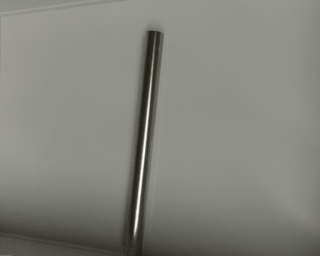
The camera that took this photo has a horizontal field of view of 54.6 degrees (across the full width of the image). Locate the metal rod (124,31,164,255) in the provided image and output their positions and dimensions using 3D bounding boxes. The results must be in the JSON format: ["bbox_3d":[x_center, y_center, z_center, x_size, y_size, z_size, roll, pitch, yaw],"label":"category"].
[{"bbox_3d":[-0.022,0.022,0.418,0.025,0.025,0.298,7,92,20],"label":"metal rod"}]
